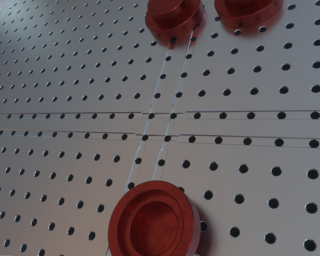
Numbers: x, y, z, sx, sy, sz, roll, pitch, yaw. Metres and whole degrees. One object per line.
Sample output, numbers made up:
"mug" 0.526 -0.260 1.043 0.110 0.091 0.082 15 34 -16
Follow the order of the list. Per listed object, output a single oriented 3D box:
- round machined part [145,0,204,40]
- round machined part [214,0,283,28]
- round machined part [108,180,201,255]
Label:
"round machined part" 0.019 -0.196 0.509 0.098 0.042 0.098 -13 56 21
"round machined part" 0.127 -0.198 0.453 0.098 0.042 0.098 -13 56 21
"round machined part" -0.003 0.110 0.333 0.098 0.042 0.098 -13 56 21
